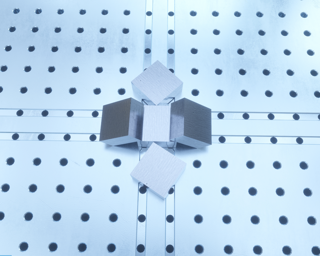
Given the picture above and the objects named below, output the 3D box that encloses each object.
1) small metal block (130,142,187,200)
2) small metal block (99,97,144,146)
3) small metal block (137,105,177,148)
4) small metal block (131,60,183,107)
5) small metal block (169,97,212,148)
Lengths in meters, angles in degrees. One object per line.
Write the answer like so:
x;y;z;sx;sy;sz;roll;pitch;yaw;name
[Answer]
-0.002;0.054;0.391;0.050;0.025;0.050;32;74;12;small metal block
-0.049;-0.007;0.401;0.050;0.025;0.050;-12;67;35;small metal block
-0.003;-0.002;0.412;0.050;0.025;0.050;1;69;0;small metal block
-0.004;-0.058;0.433;0.050;0.025;0.050;-42;75;-14;small metal block
0.040;-0.005;0.399;0.050;0.025;0.050;19;65;-37;small metal block
